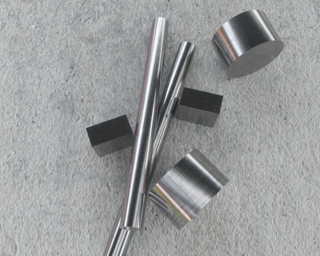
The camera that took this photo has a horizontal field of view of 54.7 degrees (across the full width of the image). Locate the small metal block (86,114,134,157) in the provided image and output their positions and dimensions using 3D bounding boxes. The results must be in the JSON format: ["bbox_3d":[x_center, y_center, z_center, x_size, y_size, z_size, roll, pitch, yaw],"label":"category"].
[{"bbox_3d":[-0.060,0.011,0.390,0.050,0.050,0.025,-20,71,-7],"label":"small metal block"}]

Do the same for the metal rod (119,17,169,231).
[{"bbox_3d":[-0.015,-0.025,0.397,0.025,0.025,0.299,6,63,2],"label":"metal rod"}]

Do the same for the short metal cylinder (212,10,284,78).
[{"bbox_3d":[0.118,-0.112,0.421,0.080,0.080,0.050,-20,72,-7],"label":"short metal cylinder"}]

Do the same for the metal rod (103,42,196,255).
[{"bbox_3d":[-0.006,0.016,0.402,0.025,0.025,0.299,17,71,6],"label":"metal rod"}]

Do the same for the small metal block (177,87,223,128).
[{"bbox_3d":[0.051,-0.026,0.405,0.050,0.050,0.025,13,71,5],"label":"small metal block"}]

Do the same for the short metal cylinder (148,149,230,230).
[{"bbox_3d":[0.033,0.069,0.354,0.080,0.080,0.050,-41,75,-14],"label":"short metal cylinder"}]
